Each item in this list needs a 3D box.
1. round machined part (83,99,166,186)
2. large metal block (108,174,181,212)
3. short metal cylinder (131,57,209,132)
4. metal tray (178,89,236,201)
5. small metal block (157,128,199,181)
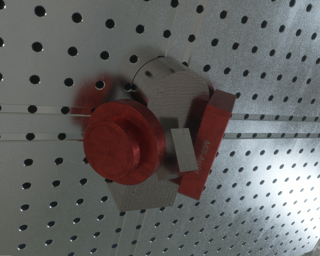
[{"bbox_3d":[-0.046,0.019,0.345,0.042,0.098,0.097,-26,137,-56],"label":"round machined part"},{"bbox_3d":[-0.017,0.063,0.424,0.081,0.050,0.079,2,118,-30],"label":"large metal block"},{"bbox_3d":[0.012,-0.040,0.376,0.081,0.050,0.079,-14,124,-21],"label":"short metal cylinder"},{"bbox_3d":[0.064,0.021,0.419,0.030,0.090,0.129,20,115,10],"label":"metal tray"},{"bbox_3d":[0.016,0.032,0.368,0.025,0.050,0.050,-2,162,-31],"label":"small metal block"}]
